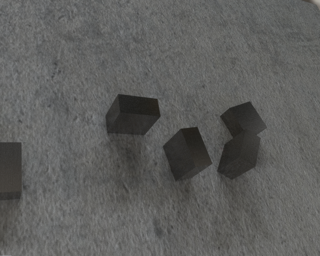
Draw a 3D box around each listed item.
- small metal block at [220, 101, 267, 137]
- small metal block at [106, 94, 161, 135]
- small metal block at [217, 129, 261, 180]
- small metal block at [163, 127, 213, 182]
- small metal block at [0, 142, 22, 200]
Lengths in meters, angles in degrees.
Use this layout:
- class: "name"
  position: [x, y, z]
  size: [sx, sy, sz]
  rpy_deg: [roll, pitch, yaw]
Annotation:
- class: "small metal block"
  position: [0.130, -0.010, 0.482]
  size: [0.050, 0.025, 0.050]
  rpy_deg: [-18, 72, -35]
- class: "small metal block"
  position: [-0.034, -0.015, 0.380]
  size: [0.050, 0.050, 0.025]
  rpy_deg: [5, 60, -26]
- class: "small metal block"
  position: [0.109, 0.037, 0.426]
  size: [0.025, 0.050, 0.050]
  rpy_deg: [32, 51, -8]
- class: "small metal block"
  position: [0.033, 0.033, 0.387]
  size: [0.025, 0.050, 0.050]
  rpy_deg: [-6, 65, -31]
- class: "small metal block"
  position: [-0.159, 0.041, 0.293]
  size: [0.050, 0.025, 0.050]
  rpy_deg: [2, 61, -28]
